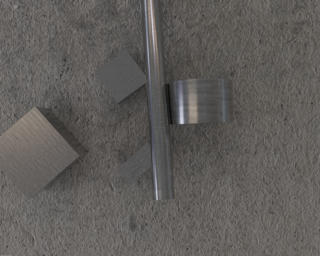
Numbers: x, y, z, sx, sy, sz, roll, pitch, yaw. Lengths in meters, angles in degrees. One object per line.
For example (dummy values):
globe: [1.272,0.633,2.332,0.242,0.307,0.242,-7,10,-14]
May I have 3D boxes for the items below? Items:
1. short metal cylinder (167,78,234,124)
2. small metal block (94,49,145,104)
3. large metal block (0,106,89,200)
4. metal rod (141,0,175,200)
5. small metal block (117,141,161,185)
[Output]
short metal cylinder: [0.049,-0.031,0.383,0.081,0.080,0.050,-2,90,0]
small metal block: [-0.049,-0.066,0.410,0.050,0.025,0.050,-36,90,0]
large metal block: [-0.154,0.030,0.396,0.080,0.050,0.080,-41,90,0]
metal rod: [-0.005,-0.065,0.380,0.025,0.025,0.299,-4,78,0]
small metal block: [-0.025,0.042,0.397,0.050,0.050,0.025,-42,90,0]
